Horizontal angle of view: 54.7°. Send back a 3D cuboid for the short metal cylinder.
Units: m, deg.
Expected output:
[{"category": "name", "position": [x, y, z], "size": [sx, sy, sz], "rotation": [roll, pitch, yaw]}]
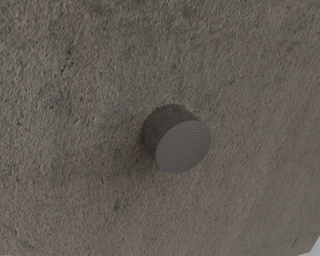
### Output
[{"category": "short metal cylinder", "position": [0.021, 0.014, 0.414], "size": [0.081, 0.050, 0.079], "rotation": [-14, 125, -21]}]
